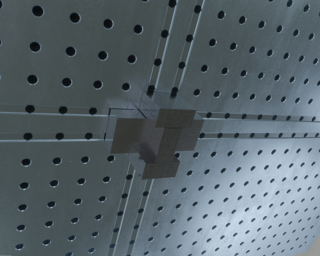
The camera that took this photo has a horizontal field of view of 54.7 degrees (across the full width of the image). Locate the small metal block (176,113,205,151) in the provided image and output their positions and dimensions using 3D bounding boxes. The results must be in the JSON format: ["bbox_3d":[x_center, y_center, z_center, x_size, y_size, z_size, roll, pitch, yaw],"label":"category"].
[{"bbox_3d":[0.027,0.004,0.430,0.050,0.025,0.050,1,118,-29],"label":"small metal block"}]

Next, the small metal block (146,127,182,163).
[{"bbox_3d":[0.000,0.010,0.402,0.025,0.050,0.050,1,118,-29],"label":"small metal block"}]

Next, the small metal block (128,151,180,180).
[{"bbox_3d":[-0.009,0.043,0.418,0.050,0.050,0.025,1,118,-29],"label":"small metal block"}]

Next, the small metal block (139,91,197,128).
[{"bbox_3d":[0.009,-0.023,0.387,0.050,0.050,0.025,1,118,-29],"label":"small metal block"}]

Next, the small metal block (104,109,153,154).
[{"bbox_3d":[-0.039,0.004,0.393,0.050,0.025,0.050,0,118,-29],"label":"small metal block"}]
